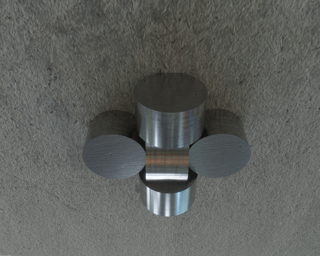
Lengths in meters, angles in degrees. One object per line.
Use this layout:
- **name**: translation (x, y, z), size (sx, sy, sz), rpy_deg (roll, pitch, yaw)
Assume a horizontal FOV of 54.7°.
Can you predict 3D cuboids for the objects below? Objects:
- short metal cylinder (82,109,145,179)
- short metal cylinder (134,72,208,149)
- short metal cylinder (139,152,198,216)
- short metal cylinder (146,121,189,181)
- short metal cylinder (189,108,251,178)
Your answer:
- **short metal cylinder**: translation (-0.058, 0.022, 0.410), size (0.081, 0.050, 0.079), rpy_deg (-1, 130, -1)
- **short metal cylinder**: translation (0.012, -0.022, 0.354), size (0.081, 0.080, 0.050), rpy_deg (0, 130, 0)
- **short metal cylinder**: translation (0.011, 0.077, 0.439), size (0.081, 0.080, 0.050), rpy_deg (0, 130, 0)
- **short metal cylinder**: translation (0.008, 0.028, 0.397), size (0.050, 0.080, 0.079), rpy_deg (0, 130, 0)
- **short metal cylinder**: translation (0.074, 0.021, 0.410), size (0.080, 0.050, 0.079), rpy_deg (0, 131, 0)
